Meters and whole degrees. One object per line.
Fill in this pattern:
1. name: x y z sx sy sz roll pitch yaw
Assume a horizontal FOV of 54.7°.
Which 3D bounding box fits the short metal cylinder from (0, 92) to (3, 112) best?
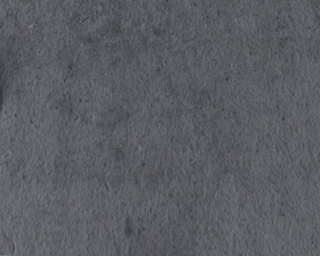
1. short metal cylinder: -0.259 -0.039 0.406 0.081 0.050 0.080 0 70 0
